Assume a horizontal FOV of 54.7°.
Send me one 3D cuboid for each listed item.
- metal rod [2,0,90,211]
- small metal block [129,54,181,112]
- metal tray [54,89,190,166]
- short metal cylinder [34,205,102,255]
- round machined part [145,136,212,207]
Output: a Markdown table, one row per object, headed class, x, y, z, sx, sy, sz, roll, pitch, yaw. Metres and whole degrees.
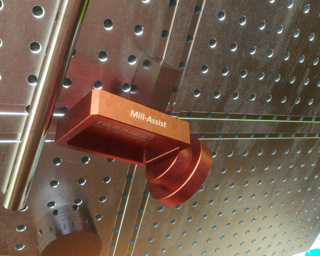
| class | x | y | z | sx | sy | sz | roll | pitch | yaw |
| --- | --- | --- | --- | --- | --- | --- | --- | --- | --- |
| metal rod | -0.117 | -0.038 | 0.323 | 0.025 | 0.025 | 0.298 | 11 | 113 | -34 |
| small metal block | -0.008 | -0.052 | 0.358 | 0.025 | 0.050 | 0.050 | 10 | 111 | -33 |
| metal tray | -0.041 | 0.007 | 0.359 | 0.131 | 0.030 | 0.090 | 19 | 147 | -36 |
| short metal cylinder | -0.125 | 0.152 | 0.422 | 0.081 | 0.050 | 0.079 | -14 | 124 | -21 |
| round machined part | 0.018 | 0.050 | 0.410 | 0.042 | 0.098 | 0.098 | 40 | 96 | -22 |
